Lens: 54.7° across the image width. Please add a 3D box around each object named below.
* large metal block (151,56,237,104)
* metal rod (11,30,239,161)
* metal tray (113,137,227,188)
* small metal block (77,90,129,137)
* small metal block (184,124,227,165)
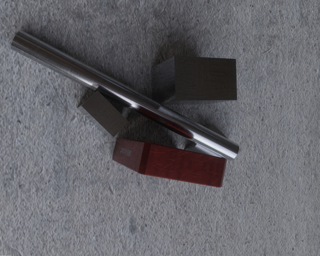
[{"bbox_3d":[0.041,-0.057,0.396,0.081,0.080,0.050,-2,91,-20],"label":"large metal block"},{"bbox_3d":[-0.031,-0.034,0.385,0.301,0.025,0.025,27,81,-13],"label":"metal rod"},{"bbox_3d":[0.004,0.036,0.357,0.091,0.130,0.030,13,86,-20],"label":"metal tray"},{"bbox_3d":[-0.070,-0.016,0.371,0.050,0.050,0.025,46,76,-15],"label":"small metal block"},{"bbox_3d":[0.071,0.029,0.438,0.050,0.025,0.050,43,76,-15],"label":"small metal block"}]
